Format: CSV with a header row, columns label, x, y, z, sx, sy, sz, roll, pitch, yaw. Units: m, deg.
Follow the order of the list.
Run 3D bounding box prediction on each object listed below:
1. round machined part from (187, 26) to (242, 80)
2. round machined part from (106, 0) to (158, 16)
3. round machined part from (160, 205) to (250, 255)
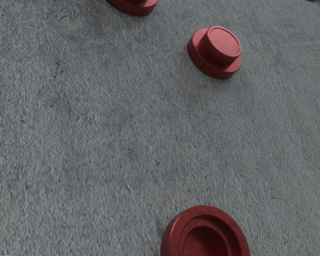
label,x,y,z,sx,sy,sz,roll,pitch,yaw
round machined part,0.099,-0.134,0.528,0.099,0.042,0.098,14,56,-21
round machined part,-0.046,-0.236,0.512,0.099,0.042,0.098,14,56,-21
round machined part,0.045,0.137,0.333,0.099,0.042,0.098,14,56,-21
